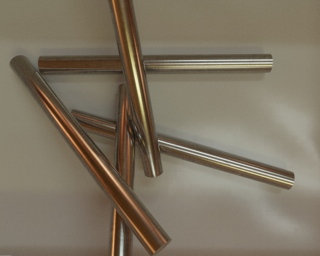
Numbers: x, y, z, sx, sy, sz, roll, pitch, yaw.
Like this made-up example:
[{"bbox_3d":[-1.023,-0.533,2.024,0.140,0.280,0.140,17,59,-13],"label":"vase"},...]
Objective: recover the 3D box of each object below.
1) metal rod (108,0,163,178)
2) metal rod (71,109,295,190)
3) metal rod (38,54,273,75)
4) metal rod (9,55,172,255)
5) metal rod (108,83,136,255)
[{"bbox_3d":[-0.031,-0.077,0.339,0.025,0.025,0.298,-10,114,0],"label":"metal rod"},{"bbox_3d":[0.028,0.028,0.411,0.302,0.025,0.025,16,90,0],"label":"metal rod"},{"bbox_3d":[-0.005,-0.084,0.411,0.302,0.025,0.025,-1,90,0],"label":"metal rod"},{"bbox_3d":[-0.093,0.014,0.352,0.025,0.025,0.300,-43,67,0],"label":"metal rod"},{"bbox_3d":[-0.041,0.080,0.343,0.025,0.025,0.299,-1,62,0],"label":"metal rod"}]
